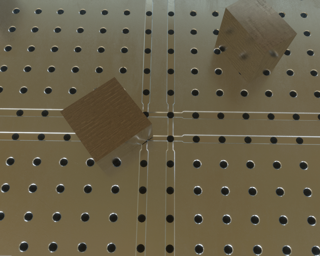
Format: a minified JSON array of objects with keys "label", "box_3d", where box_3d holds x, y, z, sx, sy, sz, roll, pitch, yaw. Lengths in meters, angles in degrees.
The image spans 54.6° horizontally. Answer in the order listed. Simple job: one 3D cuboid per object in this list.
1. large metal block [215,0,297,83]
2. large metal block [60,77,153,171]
[{"label":"large metal block","box_3d":[0.127,-0.122,0.428,0.050,0.080,0.080,-31,73,-11]},{"label":"large metal block","box_3d":[-0.066,-0.004,0.400,0.080,0.050,0.080,-35,74,-12]}]
